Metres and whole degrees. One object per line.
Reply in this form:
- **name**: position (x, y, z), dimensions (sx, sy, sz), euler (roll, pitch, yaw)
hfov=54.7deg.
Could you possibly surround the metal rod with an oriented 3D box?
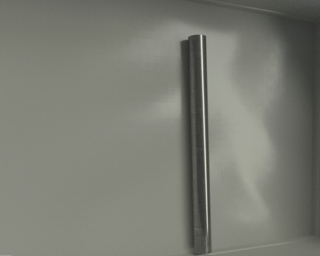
- **metal rod**: position (0.056, 0.023, 0.432), dimensions (0.025, 0.025, 0.298), euler (-2, 91, -20)
